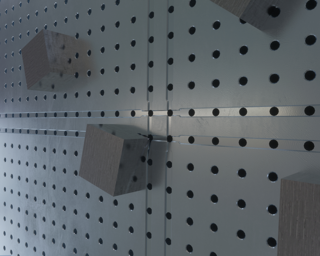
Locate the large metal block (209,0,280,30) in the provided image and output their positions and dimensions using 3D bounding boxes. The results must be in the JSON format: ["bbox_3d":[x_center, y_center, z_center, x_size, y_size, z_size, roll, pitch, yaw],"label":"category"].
[{"bbox_3d":[0.087,-0.162,0.321,0.080,0.050,0.080,45,117,30],"label":"large metal block"}]

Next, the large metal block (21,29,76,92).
[{"bbox_3d":[-0.203,-0.119,0.563,0.080,0.050,0.080,-22,76,38],"label":"large metal block"}]

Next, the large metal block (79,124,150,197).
[{"bbox_3d":[-0.068,0.043,0.450,0.080,0.050,0.080,19,102,38],"label":"large metal block"}]

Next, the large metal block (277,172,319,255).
[{"bbox_3d":[0.152,0.086,0.268,0.080,0.050,0.080,4,92,40],"label":"large metal block"}]
